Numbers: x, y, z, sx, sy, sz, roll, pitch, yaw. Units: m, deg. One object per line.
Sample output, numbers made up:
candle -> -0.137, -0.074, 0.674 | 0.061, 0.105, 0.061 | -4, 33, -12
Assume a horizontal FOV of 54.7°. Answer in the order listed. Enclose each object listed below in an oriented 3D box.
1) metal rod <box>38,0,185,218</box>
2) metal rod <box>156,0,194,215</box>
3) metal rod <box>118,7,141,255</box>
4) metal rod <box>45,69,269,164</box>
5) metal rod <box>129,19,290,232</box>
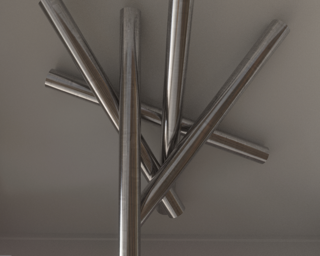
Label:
metal rod -> -0.050, -0.016, 0.376 | 0.025, 0.025, 0.299 | -28, 103, 9
metal rod -> 0.014, -0.008, 0.377 | 0.025, 0.025, 0.298 | 3, 122, -1
metal rod -> -0.034, 0.013, 0.353 | 0.025, 0.025, 0.298 | 0, 86, 0
metal rod -> 0.002, -0.012, 0.406 | 0.302, 0.025, 0.025 | 20, 109, -8
metal rod -> 0.053, -0.002, 0.371 | 0.025, 0.025, 0.299 | 37, 91, -13
